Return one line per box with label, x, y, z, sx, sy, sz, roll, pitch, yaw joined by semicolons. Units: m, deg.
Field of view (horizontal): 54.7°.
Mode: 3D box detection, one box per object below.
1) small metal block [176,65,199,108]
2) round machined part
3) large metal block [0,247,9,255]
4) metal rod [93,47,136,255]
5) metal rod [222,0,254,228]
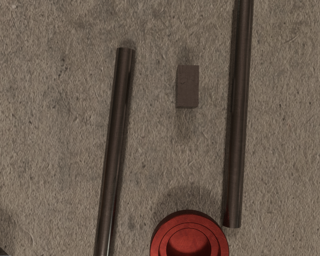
small metal block;0.034;-0.051;0.398;0.025;0.050;0.050;1;90;0
round machined part;0.036;0.154;0.402;0.099;0.042;0.097;0;90;-1
large metal block;-0.244;0.191;0.379;0.080;0.080;0.050;-45;91;0
metal rod;-0.061;0.045;0.409;0.025;0.025;0.298;6;90;-1
metal rod;0.103;-0.020;0.411;0.025;0.025;0.298;3;90;-1
